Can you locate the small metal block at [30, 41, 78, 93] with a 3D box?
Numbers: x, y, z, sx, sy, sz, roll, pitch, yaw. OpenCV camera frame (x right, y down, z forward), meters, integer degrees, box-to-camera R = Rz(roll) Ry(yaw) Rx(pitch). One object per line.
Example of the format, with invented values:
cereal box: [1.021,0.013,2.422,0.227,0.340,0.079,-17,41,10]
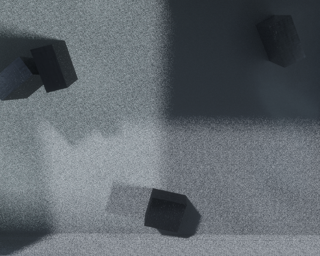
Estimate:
small metal block: [-0.124,-0.074,0.369,0.025,0.050,0.050,-13,110,4]

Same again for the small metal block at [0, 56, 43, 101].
small metal block: [-0.164,-0.059,0.372,0.050,0.050,0.025,-36,92,12]

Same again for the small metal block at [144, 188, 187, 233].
small metal block: [0.008,0.121,0.456,0.050,0.025,0.050,13,110,-5]

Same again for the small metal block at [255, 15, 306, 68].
small metal block: [0.139,-0.102,0.361,0.025,0.050,0.050,-26,108,9]
